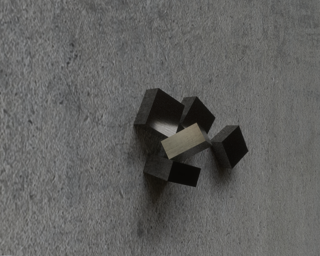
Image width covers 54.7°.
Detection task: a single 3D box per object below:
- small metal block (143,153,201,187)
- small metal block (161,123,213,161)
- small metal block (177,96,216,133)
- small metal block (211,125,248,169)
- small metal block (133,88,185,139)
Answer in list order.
[{"bbox_3d":[0.015,0.054,0.399,0.050,0.050,0.025,20,85,-39],"label":"small metal block"},{"bbox_3d":[0.036,0.020,0.399,0.025,0.050,0.050,65,13,17],"label":"small metal block"},{"bbox_3d":[0.047,-0.010,0.444,0.050,0.025,0.050,44,64,-31],"label":"small metal block"},{"bbox_3d":[0.111,0.030,0.498,0.050,0.025,0.050,-38,113,-33],"label":"small metal block"},{"bbox_3d":[0.000,-0.017,0.404,0.050,0.025,0.050,30,71,-36],"label":"small metal block"}]
